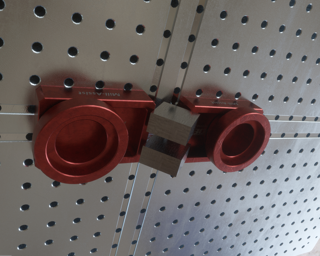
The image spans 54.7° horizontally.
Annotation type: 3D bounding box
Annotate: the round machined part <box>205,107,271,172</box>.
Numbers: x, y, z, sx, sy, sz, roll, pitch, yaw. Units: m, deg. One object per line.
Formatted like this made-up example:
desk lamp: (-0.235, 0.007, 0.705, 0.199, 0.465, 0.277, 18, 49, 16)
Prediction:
round machined part: (0.108, 0.013, 0.450, 0.099, 0.042, 0.097, -14, 124, -21)

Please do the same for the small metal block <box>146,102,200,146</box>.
small metal block: (0.017, -0.007, 0.382, 0.050, 0.050, 0.025, 20, 115, 11)

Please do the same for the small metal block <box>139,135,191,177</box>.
small metal block: (0.007, 0.032, 0.400, 0.050, 0.050, 0.025, 20, 115, 11)

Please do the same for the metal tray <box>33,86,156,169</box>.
metal tray: (-0.078, 0.000, 0.367, 0.131, 0.030, 0.089, -1, 121, -28)

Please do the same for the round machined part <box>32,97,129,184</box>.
round machined part: (-0.088, 0.010, 0.342, 0.099, 0.042, 0.097, -14, 124, -21)

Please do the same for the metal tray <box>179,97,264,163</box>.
metal tray: (0.081, 0.004, 0.455, 0.131, 0.030, 0.089, 0, 118, -29)
